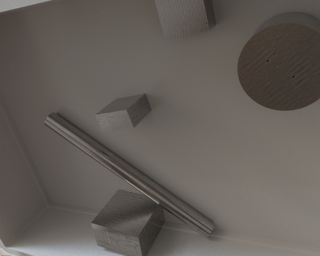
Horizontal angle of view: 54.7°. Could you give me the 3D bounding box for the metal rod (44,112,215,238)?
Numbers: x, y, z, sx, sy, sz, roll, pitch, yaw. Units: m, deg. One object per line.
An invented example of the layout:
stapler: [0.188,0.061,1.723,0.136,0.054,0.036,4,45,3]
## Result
metal rod: [-0.049,0.069,0.475,0.301,0.025,0.025,34,129,5]

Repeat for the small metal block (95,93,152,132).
small metal block: [-0.047,-0.020,0.403,0.050,0.050,0.025,-7,115,31]

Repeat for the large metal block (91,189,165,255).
large metal block: [-0.047,0.148,0.488,0.080,0.080,0.050,7,122,24]

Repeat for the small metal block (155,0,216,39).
small metal block: [0.026,-0.124,0.318,0.050,0.025,0.050,-2,118,29]

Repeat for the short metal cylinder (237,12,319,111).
short metal cylinder: [0.119,-0.063,0.291,0.080,0.050,0.079,13,124,20]
